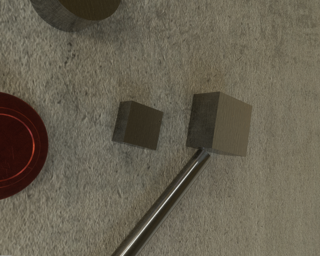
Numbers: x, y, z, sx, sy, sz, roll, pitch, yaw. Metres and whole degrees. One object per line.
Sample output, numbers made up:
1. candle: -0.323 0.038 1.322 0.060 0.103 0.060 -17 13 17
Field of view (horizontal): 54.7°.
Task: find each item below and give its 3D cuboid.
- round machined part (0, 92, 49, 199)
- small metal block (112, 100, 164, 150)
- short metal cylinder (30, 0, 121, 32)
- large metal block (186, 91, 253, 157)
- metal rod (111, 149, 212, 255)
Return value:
1. round machined part: -0.147 0.016 0.272 0.099 0.042 0.097 0 90 -40
2. small metal block: -0.027 -0.002 0.384 0.050 0.025 0.050 18 79 -39
3. short metal cylinder: -0.087 -0.144 0.317 0.081 0.050 0.079 0 90 -40
4. large metal block: 0.090 -0.004 0.467 0.081 0.050 0.080 16 80 -39
5. metal rod: -0.024 0.135 0.386 0.301 0.025 0.025 -46 118 -30
